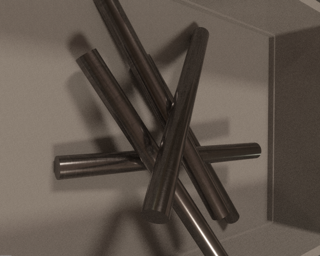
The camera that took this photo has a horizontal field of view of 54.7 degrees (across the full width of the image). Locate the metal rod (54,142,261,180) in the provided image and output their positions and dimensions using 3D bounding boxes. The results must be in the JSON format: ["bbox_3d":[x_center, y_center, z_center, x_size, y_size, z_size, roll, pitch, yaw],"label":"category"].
[{"bbox_3d":[0.021,0.038,0.401,0.303,0.025,0.025,-1,91,-33],"label":"metal rod"}]

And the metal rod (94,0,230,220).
[{"bbox_3d":[0.006,-0.022,0.373,0.025,0.025,0.299,-33,99,-35],"label":"metal rod"}]

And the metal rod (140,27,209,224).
[{"bbox_3d":[0.028,-0.032,0.362,0.025,0.025,0.300,48,40,-30],"label":"metal rod"}]

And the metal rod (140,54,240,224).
[{"bbox_3d":[0.048,0.031,0.448,0.025,0.025,0.299,-46,118,-30],"label":"metal rod"}]

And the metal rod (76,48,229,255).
[{"bbox_3d":[0.000,0.047,0.355,0.025,0.025,0.299,-40,105,-33],"label":"metal rod"}]
